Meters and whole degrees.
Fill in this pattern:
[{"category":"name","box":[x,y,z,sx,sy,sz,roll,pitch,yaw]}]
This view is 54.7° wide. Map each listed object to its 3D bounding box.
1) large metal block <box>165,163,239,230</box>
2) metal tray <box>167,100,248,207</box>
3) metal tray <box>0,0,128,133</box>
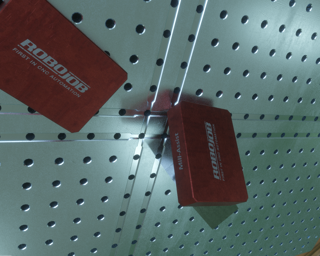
[{"category":"large metal block","box":[0.063,0.092,0.467,0.050,0.080,0.080,-39,129,-2]},{"category":"metal tray","box":[0.061,0.034,0.404,0.091,0.130,0.030,8,153,-32]},{"category":"metal tray","box":[-0.108,-0.063,0.310,0.090,0.030,0.130,-47,129,4]}]
